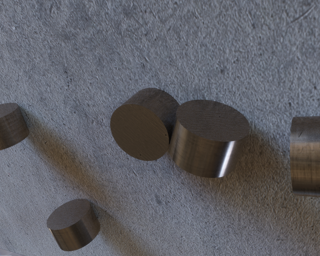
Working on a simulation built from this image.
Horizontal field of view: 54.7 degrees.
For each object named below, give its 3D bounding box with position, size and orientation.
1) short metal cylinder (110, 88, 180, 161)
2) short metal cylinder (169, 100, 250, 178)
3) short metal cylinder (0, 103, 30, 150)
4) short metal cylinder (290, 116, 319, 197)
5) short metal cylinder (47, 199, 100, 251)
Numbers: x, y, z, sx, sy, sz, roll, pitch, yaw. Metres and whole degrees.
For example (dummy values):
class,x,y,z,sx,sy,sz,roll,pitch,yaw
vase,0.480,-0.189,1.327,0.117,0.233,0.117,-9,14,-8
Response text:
class,x,y,z,sx,sy,sz,roll,pitch,yaw
short metal cylinder,-0.016,-0.005,0.396,0.080,0.050,0.079,13,124,21
short metal cylinder,0.054,0.010,0.349,0.080,0.080,0.050,21,126,15
short metal cylinder,-0.265,-0.002,0.510,0.080,0.080,0.050,3,120,27
short metal cylinder,0.160,0.028,0.304,0.050,0.080,0.080,-1,118,29
short metal cylinder,-0.155,0.174,0.561,0.080,0.080,0.050,-5,116,30
